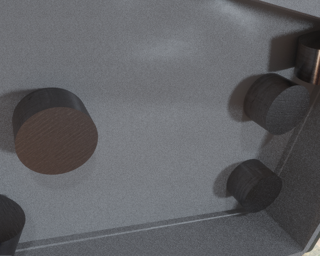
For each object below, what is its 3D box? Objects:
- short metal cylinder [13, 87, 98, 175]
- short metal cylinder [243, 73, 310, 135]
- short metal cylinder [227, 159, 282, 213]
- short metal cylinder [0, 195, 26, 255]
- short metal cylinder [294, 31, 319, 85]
[{"bbox_3d":[-0.113,0.003,0.333,0.081,0.050,0.079,-14,124,-21],"label":"short metal cylinder"},{"bbox_3d":[0.174,-0.036,0.465,0.081,0.050,0.079,-14,124,-21],"label":"short metal cylinder"},{"bbox_3d":[0.166,0.102,0.546,0.081,0.050,0.079,-14,124,-21],"label":"short metal cylinder"},{"bbox_3d":[-0.196,0.116,0.338,0.081,0.080,0.050,12,112,-33],"label":"short metal cylinder"},{"bbox_3d":[0.237,-0.101,0.440,0.081,0.080,0.050,-19,126,-17],"label":"short metal cylinder"}]
